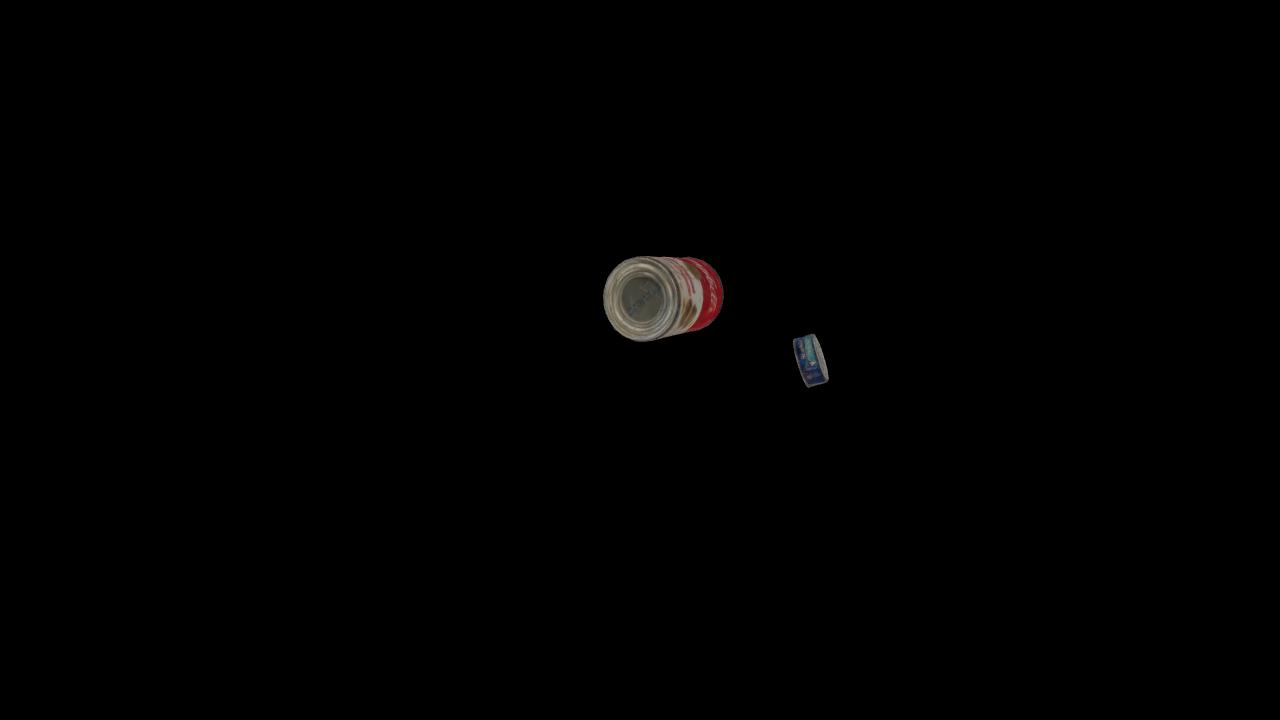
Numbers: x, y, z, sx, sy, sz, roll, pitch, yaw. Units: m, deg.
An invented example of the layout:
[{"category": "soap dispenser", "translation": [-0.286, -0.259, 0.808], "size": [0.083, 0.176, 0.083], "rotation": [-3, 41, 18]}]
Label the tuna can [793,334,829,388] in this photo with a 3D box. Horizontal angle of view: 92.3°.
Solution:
[{"category": "tuna can", "translation": [0.278, 0.001, 0.997], "size": [0.034, 0.084, 0.084], "rotation": [-17, -7, 23]}]

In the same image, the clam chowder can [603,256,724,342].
[{"category": "clam chowder can", "translation": [0.021, -0.052, 0.513], "size": [0.068, 0.068, 0.102], "rotation": [0, 8, 27]}]
